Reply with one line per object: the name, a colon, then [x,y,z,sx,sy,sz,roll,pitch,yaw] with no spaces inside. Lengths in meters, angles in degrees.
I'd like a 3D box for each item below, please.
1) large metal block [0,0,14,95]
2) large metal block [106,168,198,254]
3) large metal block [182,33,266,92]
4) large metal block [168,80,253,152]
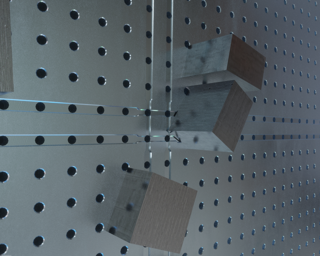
large metal block: [-0.170,-0.068,0.250,0.081,0.050,0.080,-4,92,-40]
large metal block: [-0.008,0.102,0.385,0.080,0.050,0.080,29,72,-36]
large metal block: [0.093,-0.088,0.450,0.080,0.080,0.050,18,79,-39]
large metal block: [0.070,-0.016,0.431,0.050,0.080,0.080,41,65,-33]
